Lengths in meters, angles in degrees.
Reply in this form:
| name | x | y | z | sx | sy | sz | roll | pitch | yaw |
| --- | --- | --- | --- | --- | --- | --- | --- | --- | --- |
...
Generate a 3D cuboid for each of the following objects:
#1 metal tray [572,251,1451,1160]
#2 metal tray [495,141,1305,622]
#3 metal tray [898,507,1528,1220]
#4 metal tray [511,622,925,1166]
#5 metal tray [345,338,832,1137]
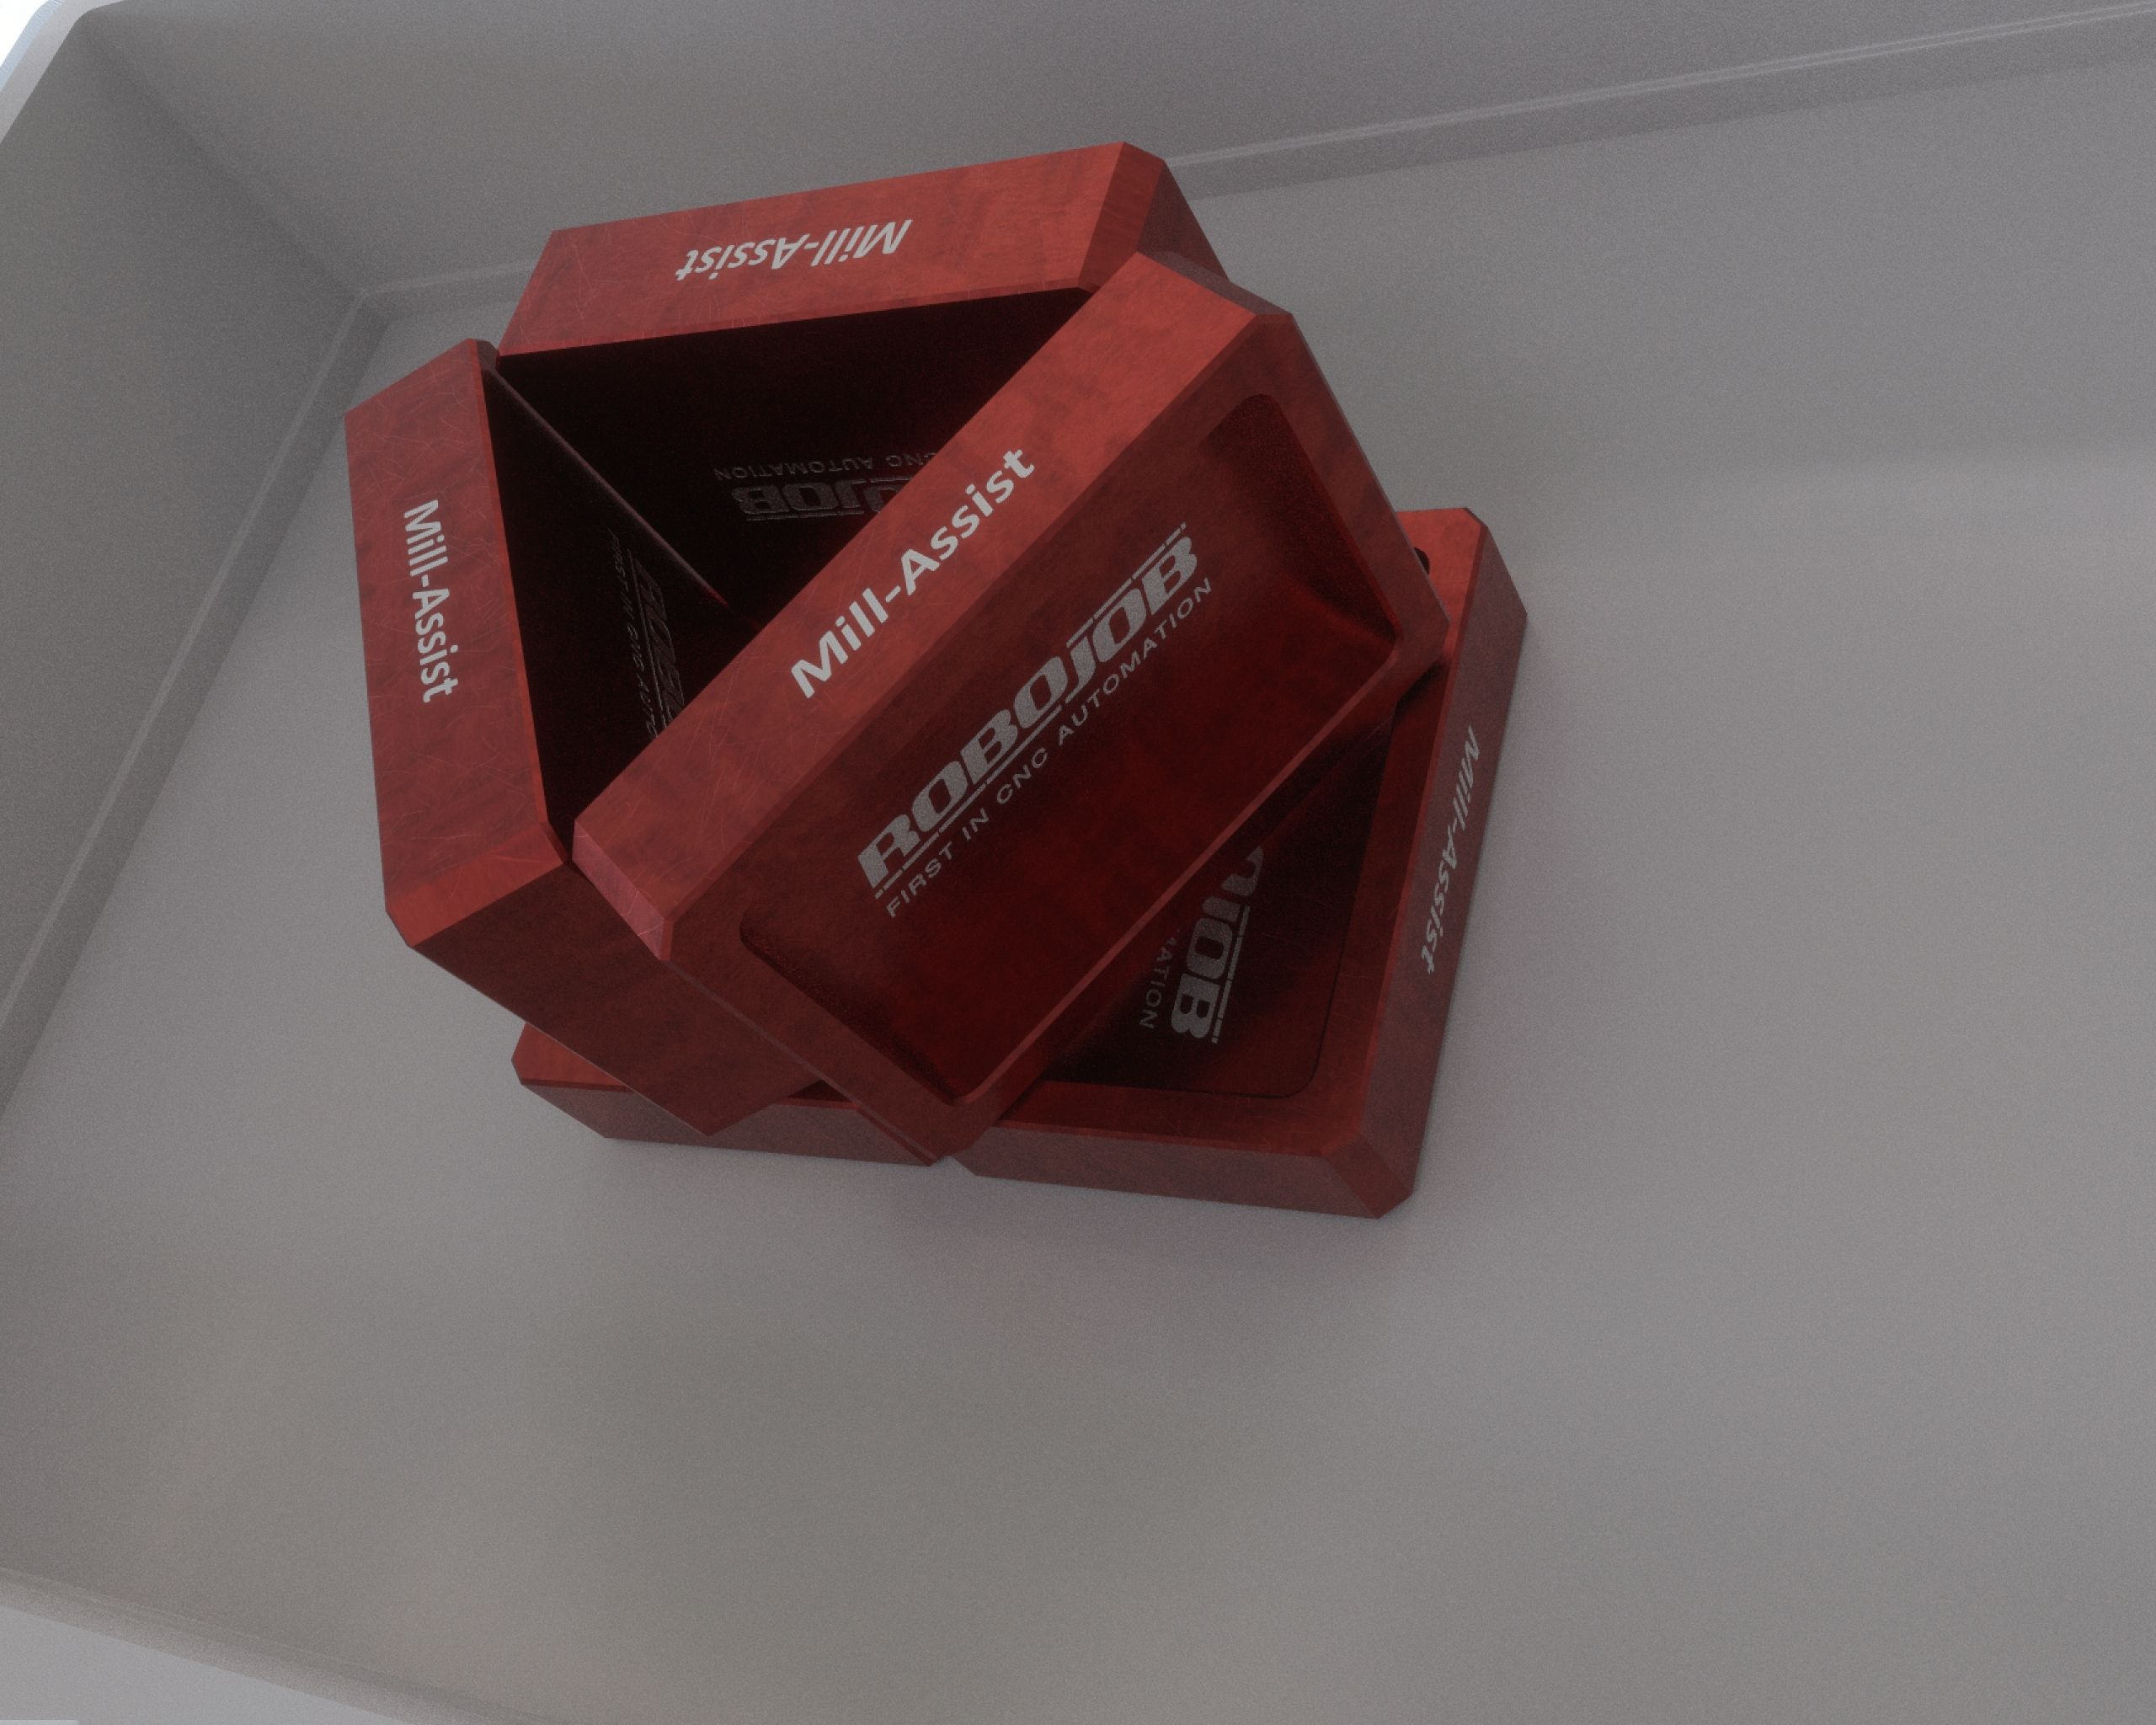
| name | x | y | z | sx | sy | sz | roll | pitch | yaw |
| --- | --- | --- | --- | --- | --- | --- | --- | --- | --- |
| metal tray | -0.005 | -0.022 | 0.338 | 0.130 | 0.090 | 0.030 | -46 | 51 | -4 |
| metal tray | -0.030 | -0.083 | 0.388 | 0.130 | 0.090 | 0.030 | 2 | 63 | 29 |
| metal tray | 0.026 | -0.003 | 0.390 | 0.090 | 0.030 | 0.130 | 1 | 61 | 29 |
| metal tray | -0.054 | -0.005 | 0.434 | 0.090 | 0.030 | 0.130 | 1 | 61 | 28 |
| metal tray | -0.089 | -0.024 | 0.384 | 0.030 | 0.090 | 0.130 | -28 | 52 | 11 |
